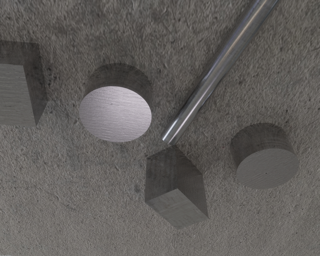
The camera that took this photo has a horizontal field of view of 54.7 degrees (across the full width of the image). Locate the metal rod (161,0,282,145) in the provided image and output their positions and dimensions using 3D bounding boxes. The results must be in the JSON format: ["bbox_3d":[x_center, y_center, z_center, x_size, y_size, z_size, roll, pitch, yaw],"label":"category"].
[{"bbox_3d":[0.079,-0.088,0.332,0.025,0.025,0.298,21,127,-17],"label":"metal rod"}]

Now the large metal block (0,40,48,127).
[{"bbox_3d":[-0.179,-0.050,0.346,0.081,0.050,0.079,4,130,-4],"label":"large metal block"}]

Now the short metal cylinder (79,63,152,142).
[{"bbox_3d":[-0.050,-0.029,0.366,0.081,0.050,0.079,0,130,0],"label":"short metal cylinder"}]

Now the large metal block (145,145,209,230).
[{"bbox_3d":[0.024,0.084,0.443,0.050,0.080,0.080,-28,125,21],"label":"large metal block"}]

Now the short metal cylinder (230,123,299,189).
[{"bbox_3d":[0.141,0.039,0.426,0.081,0.050,0.079,0,130,0],"label":"short metal cylinder"}]
